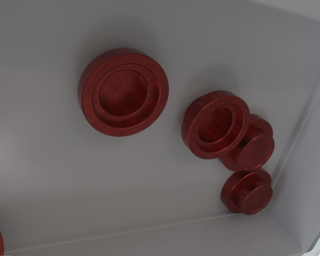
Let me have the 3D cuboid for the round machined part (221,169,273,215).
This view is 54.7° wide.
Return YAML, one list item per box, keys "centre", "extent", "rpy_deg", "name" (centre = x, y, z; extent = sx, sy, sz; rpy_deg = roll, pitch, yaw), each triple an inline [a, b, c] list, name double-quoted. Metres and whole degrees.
- centre: [0.163, 0.118, 0.559]
  extent: [0.099, 0.042, 0.097]
  rpy_deg: [-14, 124, -21]
  name: "round machined part"

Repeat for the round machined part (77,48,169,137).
- centre: [-0.043, -0.042, 0.348]
  extent: [0.099, 0.042, 0.097]
  rpy_deg: [-14, 124, -21]
  name: "round machined part"

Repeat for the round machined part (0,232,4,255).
- centre: [-0.229, 0.141, 0.336]
  extent: [0.099, 0.098, 0.042]
  rpy_deg: [24, 142, -37]
  name: "round machined part"

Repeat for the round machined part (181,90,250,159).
- centre: [0.072, -0.008, 0.432]
  extent: [0.099, 0.042, 0.097]
  rpy_deg: [-14, 124, -21]
  name: "round machined part"

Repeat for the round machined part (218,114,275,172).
- centre: [0.142, 0.030, 0.493]
  extent: [0.099, 0.042, 0.097]
  rpy_deg: [-14, 124, -21]
  name: "round machined part"
